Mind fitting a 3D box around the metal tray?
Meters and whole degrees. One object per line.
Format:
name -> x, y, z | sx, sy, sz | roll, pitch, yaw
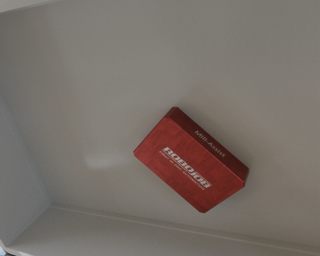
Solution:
metal tray -> 0.039, 0.045, 0.412 | 0.130, 0.030, 0.090 | 41, 129, -1
